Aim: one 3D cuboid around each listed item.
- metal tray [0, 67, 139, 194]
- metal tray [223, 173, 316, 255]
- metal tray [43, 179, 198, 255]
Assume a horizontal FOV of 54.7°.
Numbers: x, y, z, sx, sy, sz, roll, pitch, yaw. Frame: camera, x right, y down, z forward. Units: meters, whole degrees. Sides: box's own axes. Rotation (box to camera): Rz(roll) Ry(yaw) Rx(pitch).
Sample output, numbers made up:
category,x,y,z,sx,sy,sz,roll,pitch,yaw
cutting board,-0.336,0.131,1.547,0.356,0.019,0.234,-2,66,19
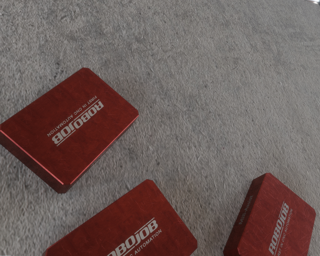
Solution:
category,x,y,z,sx,sy,sz,roll,pitch,yaw
metal tray,-0.096,-0.003,0.350,0.090,0.030,0.131,41,51,0
metal tray,0.145,0.133,0.397,0.090,0.030,0.131,40,51,-1
metal tray,-0.035,0.122,0.307,0.131,0.030,0.090,-30,79,-38
